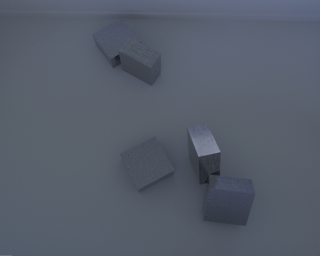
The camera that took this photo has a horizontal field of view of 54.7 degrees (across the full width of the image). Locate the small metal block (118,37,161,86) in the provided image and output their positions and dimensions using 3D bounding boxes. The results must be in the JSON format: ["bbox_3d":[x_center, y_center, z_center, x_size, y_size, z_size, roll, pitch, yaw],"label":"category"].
[{"bbox_3d":[-0.027,-0.091,0.429,0.050,0.050,0.025,30,73,10],"label":"small metal block"}]

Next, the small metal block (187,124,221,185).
[{"bbox_3d":[0.053,0.031,0.376,0.025,0.050,0.050,-12,42,-4],"label":"small metal block"}]

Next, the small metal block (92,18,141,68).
[{"bbox_3d":[-0.062,-0.124,0.454,0.050,0.025,0.050,-33,73,-11],"label":"small metal block"}]

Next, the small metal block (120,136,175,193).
[{"bbox_3d":[-0.016,0.046,0.392,0.050,0.025,0.050,-27,72,-10],"label":"small metal block"}]

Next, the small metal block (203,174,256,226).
[{"bbox_3d":[0.079,0.085,0.364,0.050,0.050,0.025,7,29,2],"label":"small metal block"}]
